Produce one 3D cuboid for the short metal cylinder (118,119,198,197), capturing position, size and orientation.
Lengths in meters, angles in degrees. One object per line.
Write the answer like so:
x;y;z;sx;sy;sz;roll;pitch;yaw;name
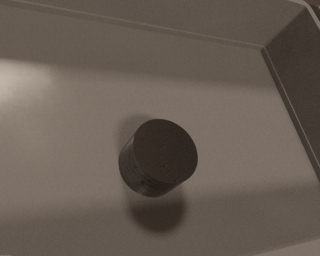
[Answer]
-0.003;0.036;0.368;0.081;0.050;0.080;14;56;-21;short metal cylinder
